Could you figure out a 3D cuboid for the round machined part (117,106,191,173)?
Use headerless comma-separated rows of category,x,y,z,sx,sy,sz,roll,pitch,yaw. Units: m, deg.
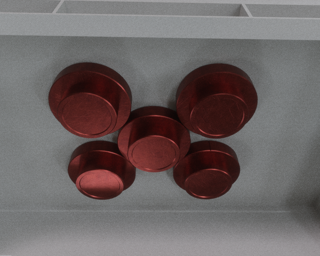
round machined part,-0.008,0.022,0.414,0.099,0.042,0.097,-1,130,0

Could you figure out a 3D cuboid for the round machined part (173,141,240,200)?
round machined part,0.069,0.068,0.455,0.099,0.042,0.097,-1,130,0

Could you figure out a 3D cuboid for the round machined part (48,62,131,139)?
round machined part,-0.084,-0.026,0.373,0.099,0.042,0.097,-1,130,0

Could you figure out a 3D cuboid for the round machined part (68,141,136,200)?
round machined part,-0.085,0.068,0.453,0.099,0.042,0.097,-1,130,0

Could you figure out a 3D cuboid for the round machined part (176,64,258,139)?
round machined part,0.069,-0.025,0.376,0.099,0.042,0.097,-1,130,0
